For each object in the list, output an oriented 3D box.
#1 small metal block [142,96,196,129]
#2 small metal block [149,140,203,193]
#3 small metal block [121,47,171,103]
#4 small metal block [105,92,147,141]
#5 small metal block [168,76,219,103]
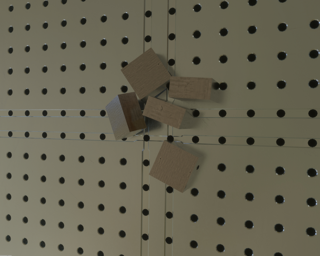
[{"bbox_3d":[0.013,-0.019,0.395,0.050,0.050,0.025,22,97,19],"label":"small metal block"},{"bbox_3d":[0.021,0.049,0.406,0.050,0.025,0.050,26,99,18],"label":"small metal block"},{"bbox_3d":[-0.016,-0.070,0.415,0.050,0.025,0.050,-35,79,8],"label":"small metal block"},{"bbox_3d":[-0.047,-0.015,0.416,0.050,0.025,0.050,-28,78,58],"label":"small metal block"},{"bbox_3d":[0.043,-0.047,0.384,0.050,0.050,0.025,6,92,20],"label":"small metal block"}]
